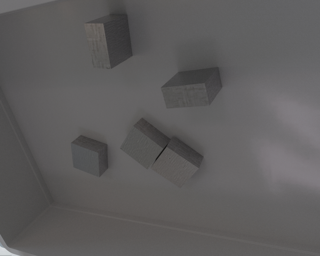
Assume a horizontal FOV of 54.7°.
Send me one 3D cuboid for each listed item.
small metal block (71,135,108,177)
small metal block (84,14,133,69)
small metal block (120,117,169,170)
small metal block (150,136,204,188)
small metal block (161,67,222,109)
[{"bbox_3d":[-0.112,0.045,0.496,0.050,0.025,0.050,17,125,18],"label":"small metal block"},{"bbox_3d":[-0.058,-0.101,0.360,0.025,0.050,0.050,9,122,24],"label":"small metal block"},{"bbox_3d":[-0.021,0.022,0.434,0.050,0.025,0.050,37,129,3],"label":"small metal block"},{"bbox_3d":[0.023,0.047,0.424,0.050,0.025,0.050,34,129,-1],"label":"small metal block"},{"bbox_3d":[0.036,-0.045,0.345,0.050,0.050,0.025,-2,117,29],"label":"small metal block"}]
